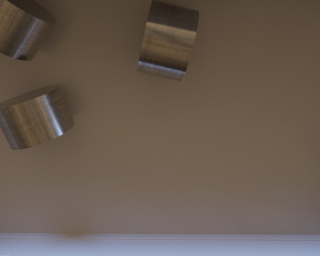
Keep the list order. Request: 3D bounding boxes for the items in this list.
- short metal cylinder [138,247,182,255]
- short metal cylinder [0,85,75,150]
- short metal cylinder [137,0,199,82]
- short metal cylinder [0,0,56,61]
[{"bbox_3d":[0.000,0.229,0.469,0.081,0.080,0.050,1,110,-1],"label":"short metal cylinder"},{"bbox_3d":[-0.151,-0.015,0.374,0.080,0.080,0.050,-15,110,5],"label":"short metal cylinder"},{"bbox_3d":[0.008,-0.097,0.347,0.050,0.080,0.079,13,110,-5],"label":"short metal cylinder"},{"bbox_3d":[-0.163,-0.118,0.336,0.080,0.080,0.050,35,106,-12],"label":"short metal cylinder"}]
